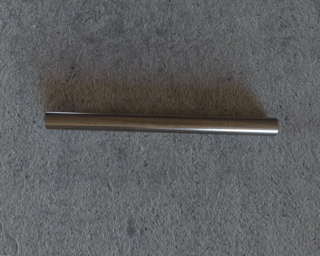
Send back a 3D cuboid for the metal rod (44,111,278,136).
[{"bbox_3d":[0.002,-0.006,0.412,0.302,0.025,0.025,2,70,0],"label":"metal rod"}]
